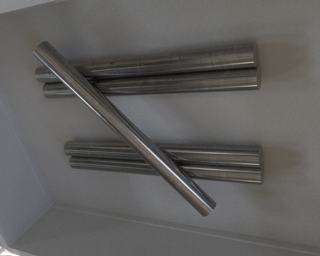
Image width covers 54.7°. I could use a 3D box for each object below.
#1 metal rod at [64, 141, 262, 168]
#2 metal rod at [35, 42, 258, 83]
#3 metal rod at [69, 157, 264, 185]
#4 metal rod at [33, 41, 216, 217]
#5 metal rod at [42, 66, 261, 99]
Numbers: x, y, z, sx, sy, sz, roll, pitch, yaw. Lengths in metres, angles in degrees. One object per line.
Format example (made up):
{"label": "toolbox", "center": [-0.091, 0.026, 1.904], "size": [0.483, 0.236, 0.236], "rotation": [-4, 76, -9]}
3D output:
{"label": "metal rod", "center": [-0.014, 0.034, 0.435], "size": [0.300, 0.025, 0.025], "rotation": [0, 119, 28]}
{"label": "metal rod", "center": [-0.037, -0.075, 0.379], "size": [0.300, 0.025, 0.025], "rotation": [1, 119, 27]}
{"label": "metal rod", "center": [-0.009, 0.056, 0.445], "size": [0.300, 0.025, 0.025], "rotation": [0, 119, 28]}
{"label": "metal rod", "center": [-0.043, 0.003, 0.400], "size": [0.300, 0.025, 0.025], "rotation": [44, 129, -3]}
{"label": "metal rod", "center": [-0.031, -0.053, 0.390], "size": [0.300, 0.025, 0.025], "rotation": [1, 119, 27]}
